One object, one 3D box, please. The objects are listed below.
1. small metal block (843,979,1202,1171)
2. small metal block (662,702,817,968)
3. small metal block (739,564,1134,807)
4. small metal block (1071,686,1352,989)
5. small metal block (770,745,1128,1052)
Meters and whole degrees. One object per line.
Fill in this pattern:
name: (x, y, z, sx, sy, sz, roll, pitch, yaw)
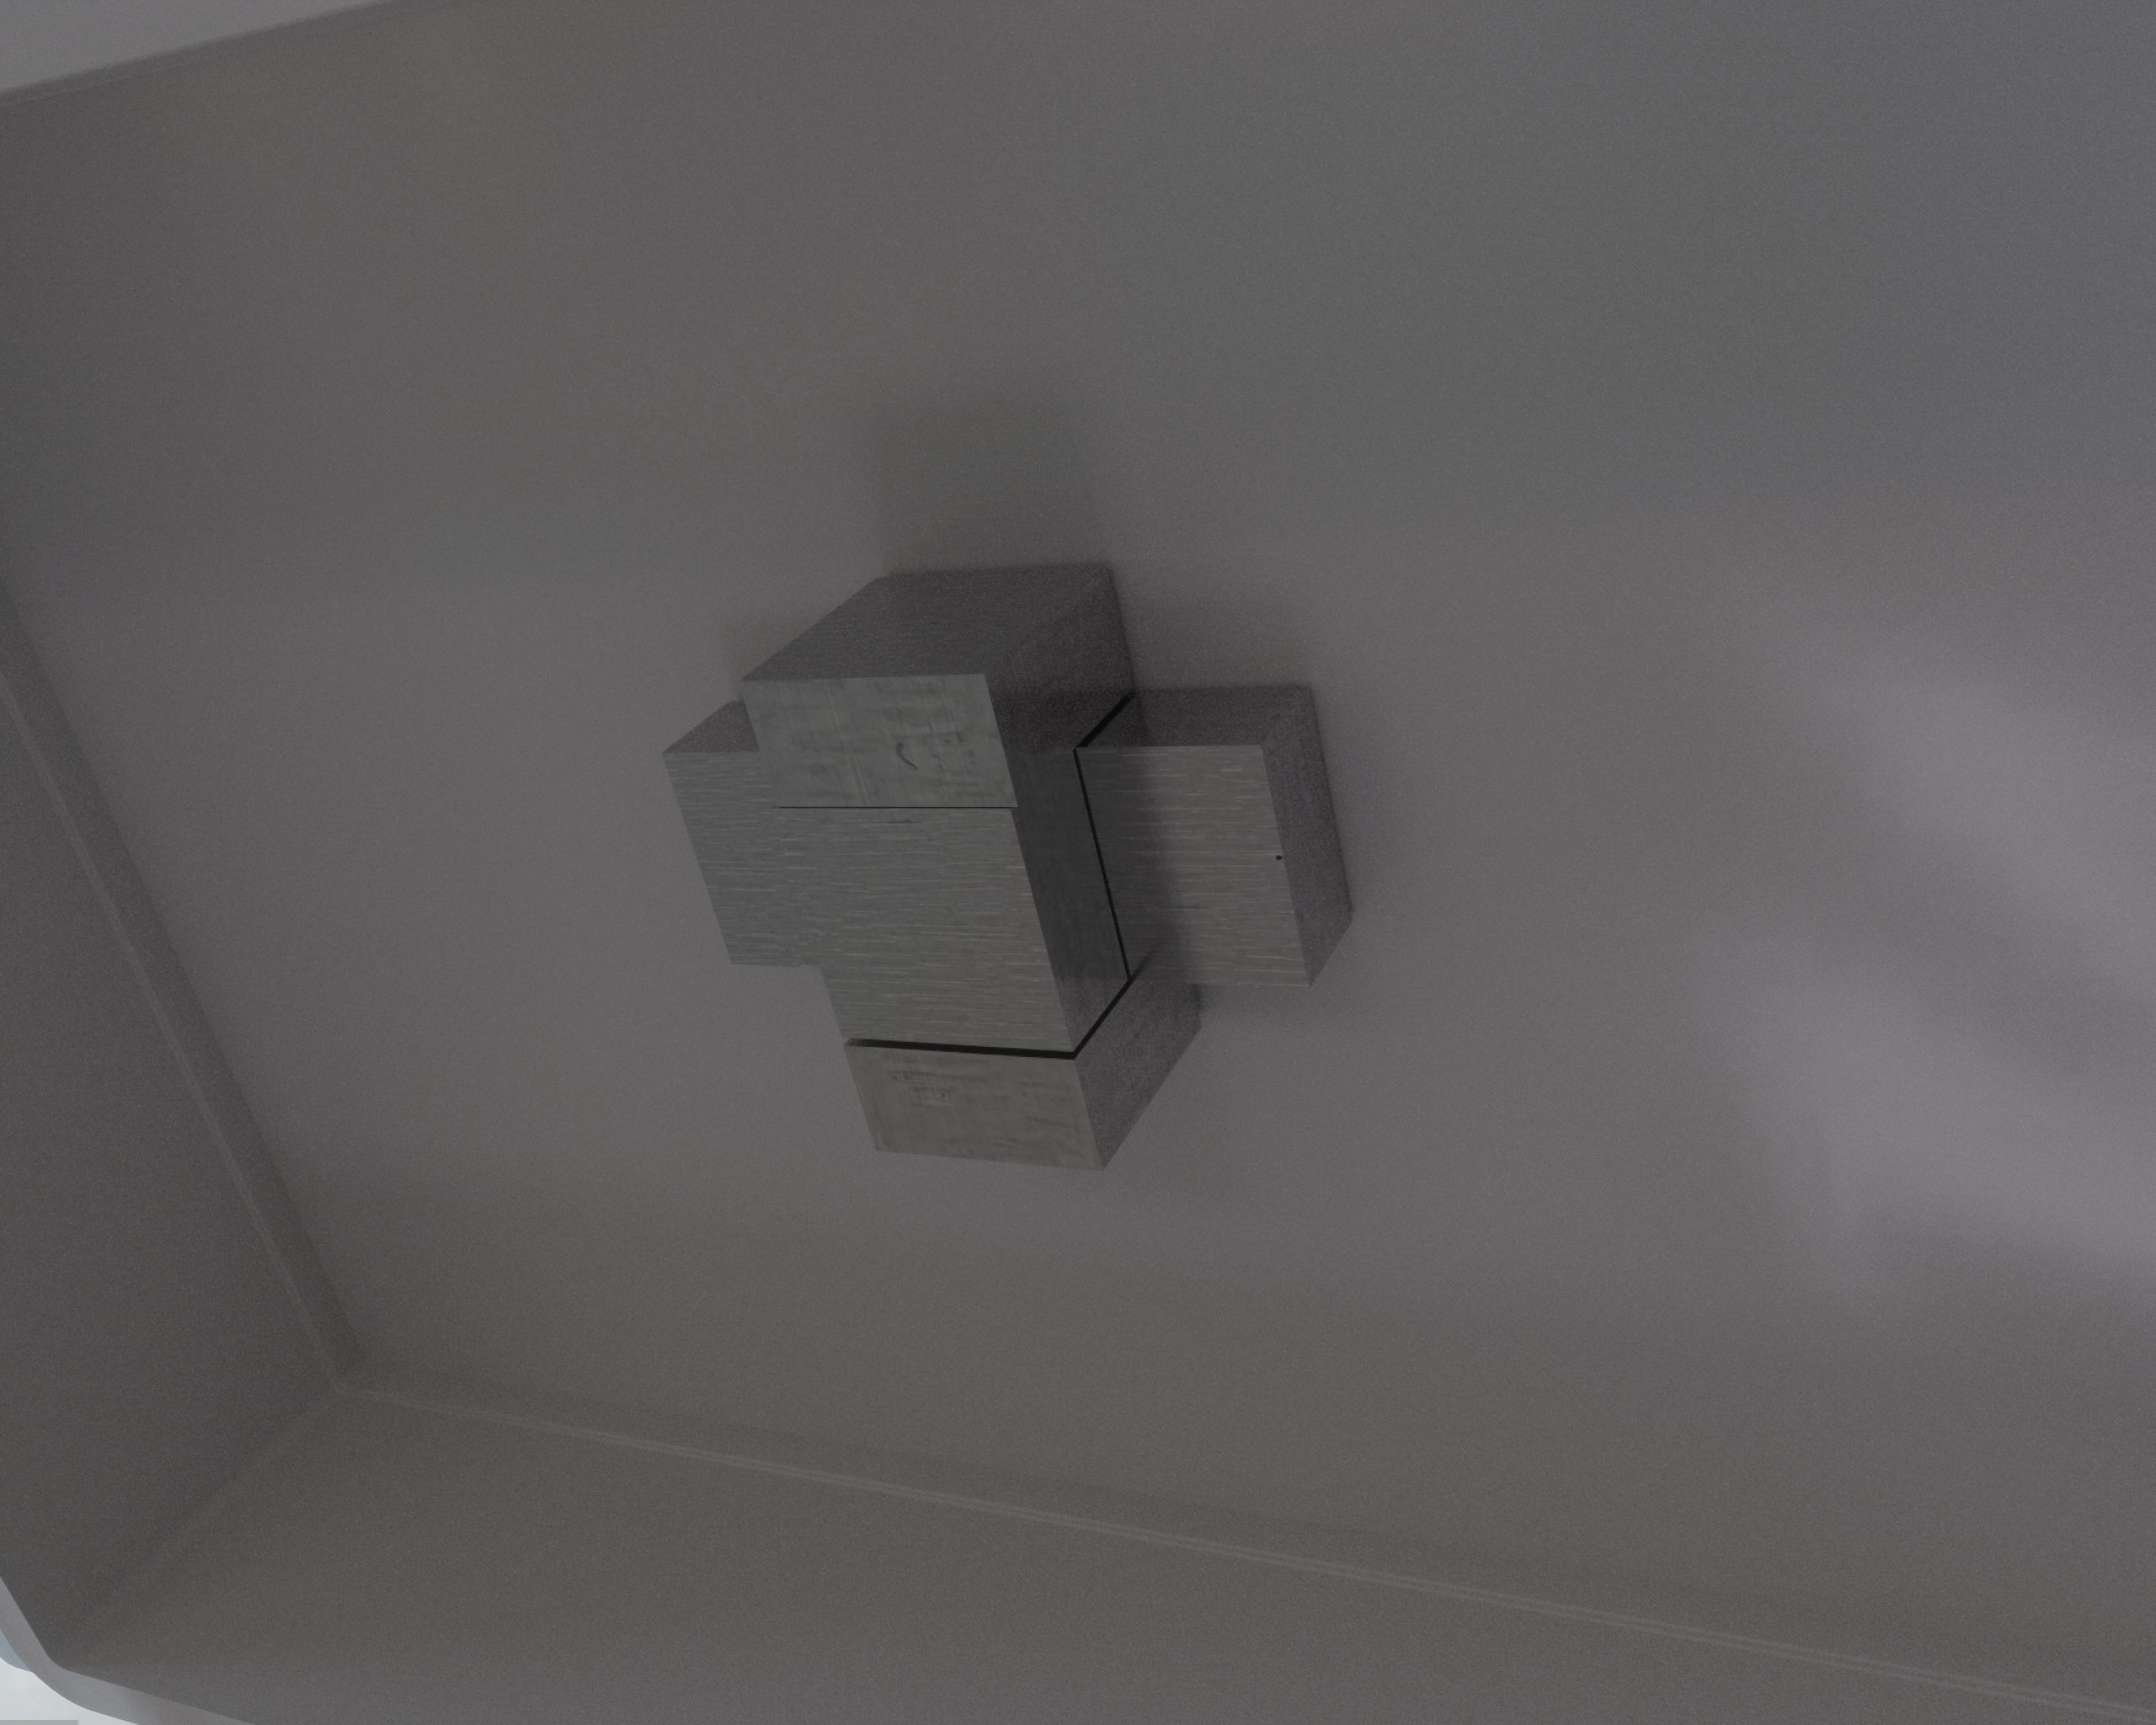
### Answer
small metal block: (-0.010, 0.035, 0.415, 0.050, 0.050, 0.025, 1, 119, 27)
small metal block: (-0.051, -0.006, 0.429, 0.050, 0.025, 0.050, 1, 119, 28)
small metal block: (-0.025, -0.033, 0.382, 0.050, 0.050, 0.025, 1, 119, 27)
small metal block: (0.020, -0.005, 0.393, 0.050, 0.025, 0.050, 1, 119, 27)
small metal block: (-0.023, 0.006, 0.389, 0.050, 0.025, 0.050, 1, 119, 27)
